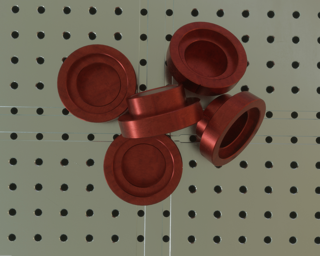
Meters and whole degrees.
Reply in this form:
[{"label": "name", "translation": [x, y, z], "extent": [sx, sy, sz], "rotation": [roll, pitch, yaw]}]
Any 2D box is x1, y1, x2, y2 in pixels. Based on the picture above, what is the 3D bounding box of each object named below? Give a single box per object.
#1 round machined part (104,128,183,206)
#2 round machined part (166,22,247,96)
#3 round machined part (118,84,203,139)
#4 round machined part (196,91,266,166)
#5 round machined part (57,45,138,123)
[{"label": "round machined part", "translation": [-0.021, 0.048, 0.405], "extent": [0.099, 0.042, 0.097], "rotation": [0, 90, 0]}, {"label": "round machined part", "translation": [0.056, -0.083, 0.393], "extent": [0.099, 0.042, 0.098], "rotation": [5, 66, -10]}, {"label": "round machined part", "translation": [-0.002, -0.023, 0.360], "extent": [0.099, 0.098, 0.042], "rotation": [-14, 102, 0]}, {"label": "round machined part", "translation": [0.083, -0.004, 0.387], "extent": [0.042, 0.098, 0.098], "rotation": [40, 90, 32]}, {"label": "round machined part", "translation": [-0.078, -0.055, 0.404], "extent": [0.099, 0.042, 0.097], "rotation": [0, 90, -1]}]
